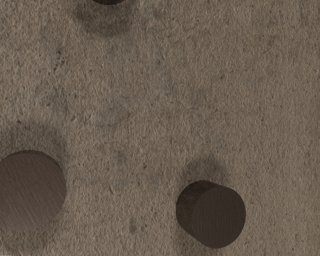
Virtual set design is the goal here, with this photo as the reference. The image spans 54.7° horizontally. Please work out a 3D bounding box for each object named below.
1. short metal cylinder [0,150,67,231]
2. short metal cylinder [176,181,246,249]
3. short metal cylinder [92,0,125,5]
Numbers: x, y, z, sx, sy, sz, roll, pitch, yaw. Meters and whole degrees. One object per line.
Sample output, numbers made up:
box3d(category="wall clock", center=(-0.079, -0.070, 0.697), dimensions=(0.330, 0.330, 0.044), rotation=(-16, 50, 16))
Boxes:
box3d(category="short metal cylinder", center=(-0.147, 0.066, 0.342), dimensions=(0.081, 0.050, 0.079), rotation=(0, 90, -21))
box3d(category="short metal cylinder", center=(0.068, 0.115, 0.423), dimensions=(0.081, 0.050, 0.079), rotation=(0, 90, -21))
box3d(category="short metal cylinder", center=(-0.062, -0.198, 0.373), dimensions=(0.081, 0.050, 0.079), rotation=(0, 90, -21))
